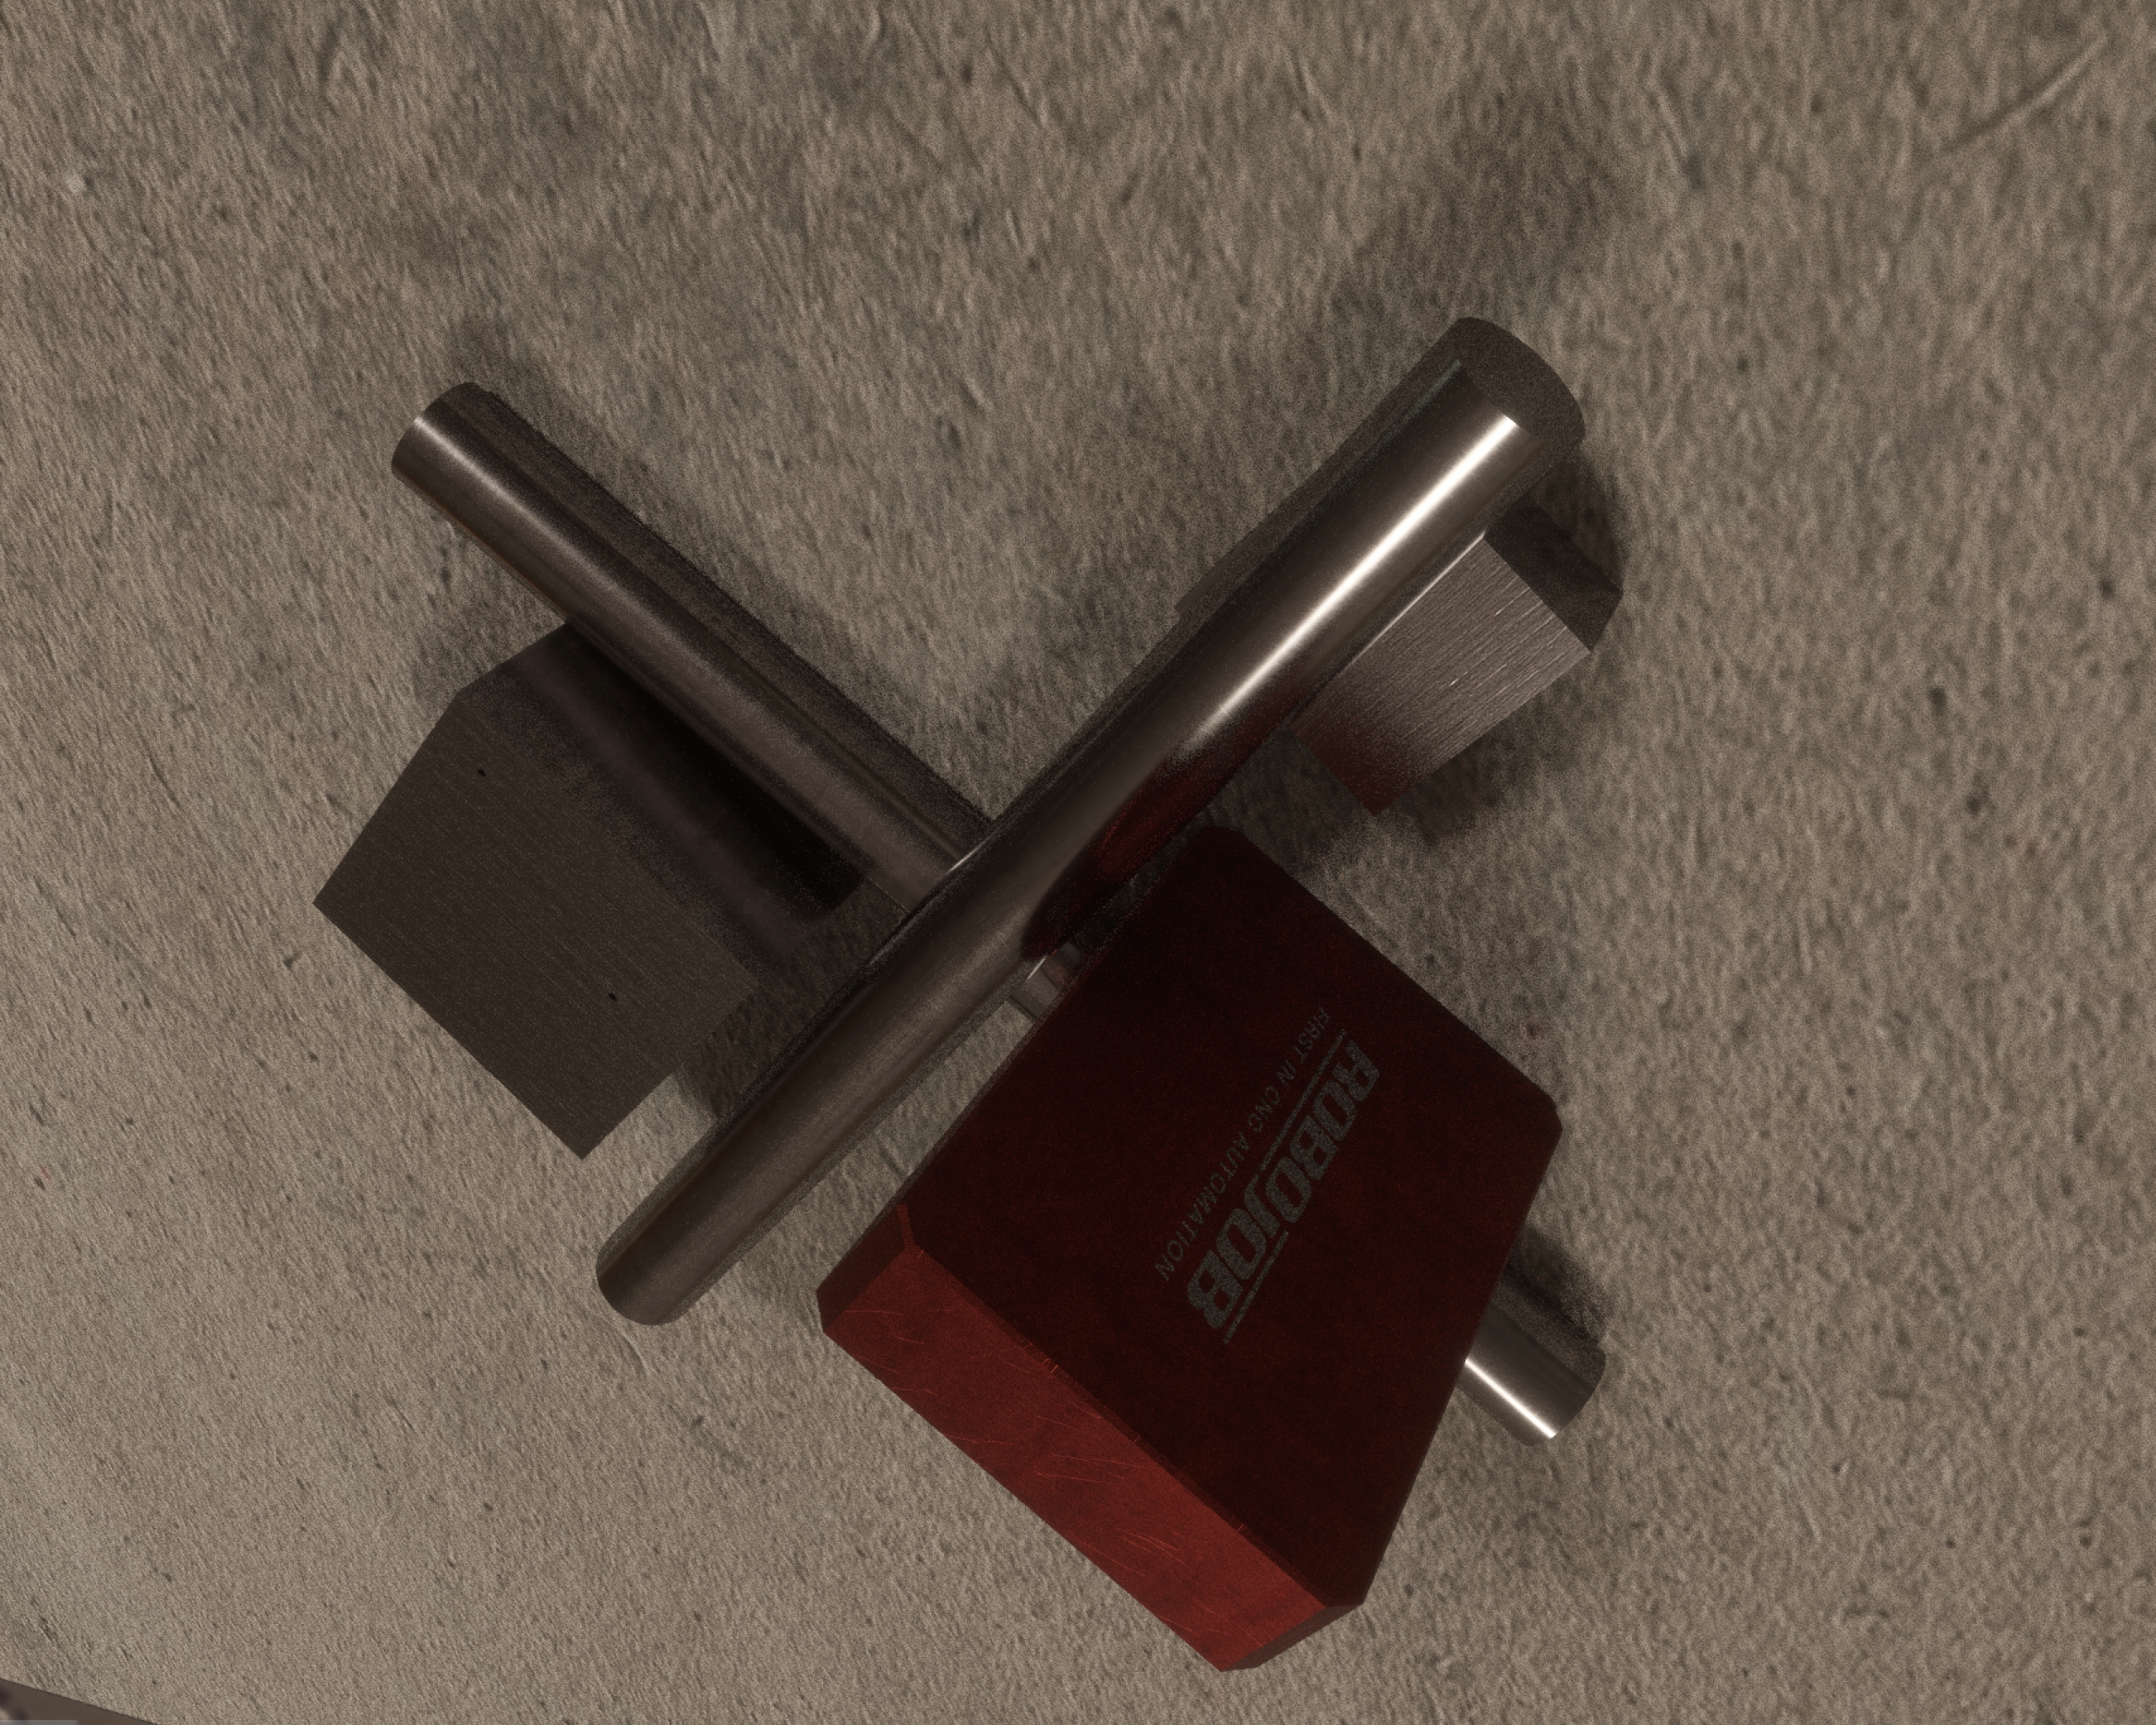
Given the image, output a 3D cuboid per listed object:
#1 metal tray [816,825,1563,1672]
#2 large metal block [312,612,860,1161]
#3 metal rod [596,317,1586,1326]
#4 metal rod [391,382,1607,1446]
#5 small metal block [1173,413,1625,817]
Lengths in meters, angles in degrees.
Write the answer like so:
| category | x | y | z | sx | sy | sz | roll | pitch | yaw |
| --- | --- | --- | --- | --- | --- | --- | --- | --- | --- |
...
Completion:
| category | x | y | z | sx | sy | sz | roll | pitch | yaw |
| --- | --- | --- | --- | --- | --- | --- | --- | --- | --- |
| metal tray | 0.026 | 0.059 | 0.361 | 0.090 | 0.131 | 0.030 | 41 | 130 | 0 |
| large metal block | -0.103 | 0.004 | 0.445 | 0.080 | 0.050 | 0.080 | 45 | 129 | -4 |
| metal rod | -0.019 | 0.014 | 0.392 | 0.025 | 0.025 | 0.298 | 43 | 129 | -2 |
| metal rod | -0.015 | 0.011 | 0.422 | 0.300 | 0.025 | 0.025 | 41 | 129 | 0 |
| small metal block | 0.054 | -0.044 | 0.352 | 0.050 | 0.025 | 0.050 | 46 | 129 | -4 |
